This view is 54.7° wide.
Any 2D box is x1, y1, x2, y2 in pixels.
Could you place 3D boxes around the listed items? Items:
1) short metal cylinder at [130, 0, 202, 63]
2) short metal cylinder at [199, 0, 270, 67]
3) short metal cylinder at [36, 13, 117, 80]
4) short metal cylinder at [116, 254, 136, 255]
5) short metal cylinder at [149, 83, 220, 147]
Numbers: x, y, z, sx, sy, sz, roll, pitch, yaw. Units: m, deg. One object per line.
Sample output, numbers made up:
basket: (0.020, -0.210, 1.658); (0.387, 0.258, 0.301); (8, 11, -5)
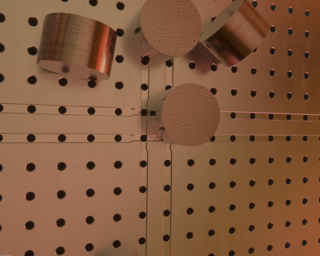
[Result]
short metal cylinder: (0.006, -0.128, 0.401); (0.081, 0.050, 0.079); (0, 90, -20)
short metal cylinder: (0.100, -0.129, 0.420); (0.050, 0.080, 0.080); (41, 77, -16)
short metal cylinder: (-0.092, -0.088, 0.349); (0.081, 0.080, 0.050); (10, 87, -20)
short metal cylinder: (-0.042, 0.206, 0.384); (0.081, 0.050, 0.079); (0, 90, -20)
short metal cylinder: (0.032, -0.017, 0.411); (0.081, 0.050, 0.079); (0, 90, -20)
